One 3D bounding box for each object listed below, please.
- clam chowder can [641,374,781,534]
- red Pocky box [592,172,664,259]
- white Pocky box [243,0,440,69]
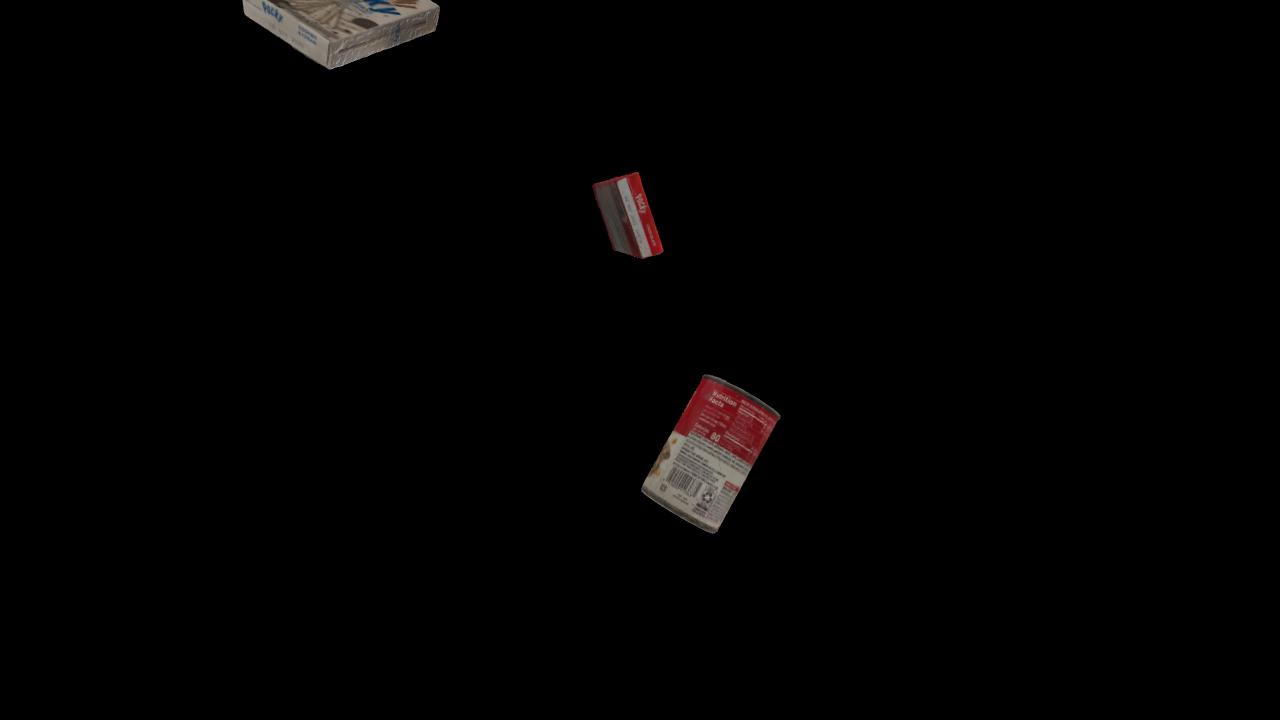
[{"bbox_3d":[0.054,0.071,0.470,0.068,0.102,0.068,29,-7,4],"label":"clam chowder can"},{"bbox_3d":[-0.017,-0.157,0.669,0.028,0.083,0.155,-22,18,-7],"label":"red Pocky box"},{"bbox_3d":[-0.257,-0.310,0.546,0.084,0.028,0.154,32,43,-2],"label":"white Pocky box"}]
